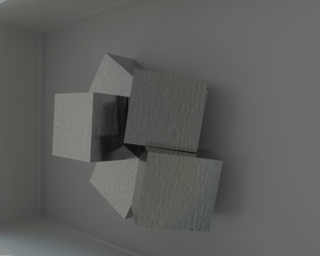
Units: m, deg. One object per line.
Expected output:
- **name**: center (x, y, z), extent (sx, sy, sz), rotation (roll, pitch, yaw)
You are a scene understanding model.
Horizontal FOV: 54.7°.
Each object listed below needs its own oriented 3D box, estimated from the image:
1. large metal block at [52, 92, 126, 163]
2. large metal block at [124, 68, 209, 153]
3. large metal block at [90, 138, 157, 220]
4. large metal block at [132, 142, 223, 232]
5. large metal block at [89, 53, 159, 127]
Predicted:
- **large metal block**: center (-0.091, -0.002, 0.394), extent (0.080, 0.050, 0.079), rotation (4, 91, 40)
- **large metal block**: center (0.005, -0.021, 0.355), extent (0.081, 0.050, 0.079), rotation (8, 97, -6)
- **large metal block**: center (-0.039, 0.060, 0.415), extent (0.080, 0.050, 0.079), rotation (37, 112, 33)
- **large metal block**: center (0.016, 0.064, 0.345), extent (0.050, 0.081, 0.079), rotation (-138, 57, -76)
- **large metal block**: center (-0.050, -0.045, 0.428), extent (0.080, 0.050, 0.080), rotation (43, 116, 31)
